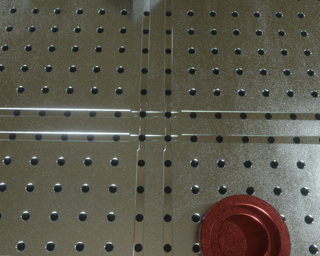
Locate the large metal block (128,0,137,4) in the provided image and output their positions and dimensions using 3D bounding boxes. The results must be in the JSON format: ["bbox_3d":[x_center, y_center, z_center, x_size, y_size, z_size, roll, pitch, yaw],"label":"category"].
[{"bbox_3d":[-0.048,-0.261,0.493,0.080,0.050,0.080,39,74,12],"label":"large metal block"}]

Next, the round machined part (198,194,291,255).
[{"bbox_3d":[0.093,0.129,0.357,0.099,0.042,0.098,0,70,-1],"label":"round machined part"}]
